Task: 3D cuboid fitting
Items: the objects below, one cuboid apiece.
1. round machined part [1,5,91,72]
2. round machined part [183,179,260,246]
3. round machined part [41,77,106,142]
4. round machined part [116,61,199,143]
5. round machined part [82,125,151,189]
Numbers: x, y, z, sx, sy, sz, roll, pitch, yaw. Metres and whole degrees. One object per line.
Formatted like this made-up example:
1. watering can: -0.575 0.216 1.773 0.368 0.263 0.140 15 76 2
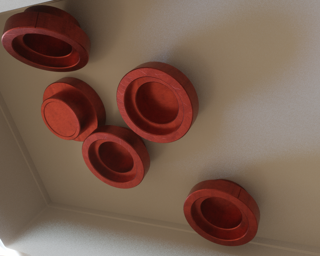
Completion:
1. round machined part: -0.134 -0.110 0.376 0.099 0.042 0.098 2 162 1
2. round machined part: 0.085 0.108 0.419 0.098 0.042 0.097 13 124 20
3. round machined part: -0.133 -0.021 0.452 0.098 0.042 0.097 13 124 20
4. round machined part: 0.000 -0.034 0.375 0.098 0.042 0.097 13 124 20
5. round machined part: -0.059 0.037 0.447 0.098 0.042 0.097 12 125 18
